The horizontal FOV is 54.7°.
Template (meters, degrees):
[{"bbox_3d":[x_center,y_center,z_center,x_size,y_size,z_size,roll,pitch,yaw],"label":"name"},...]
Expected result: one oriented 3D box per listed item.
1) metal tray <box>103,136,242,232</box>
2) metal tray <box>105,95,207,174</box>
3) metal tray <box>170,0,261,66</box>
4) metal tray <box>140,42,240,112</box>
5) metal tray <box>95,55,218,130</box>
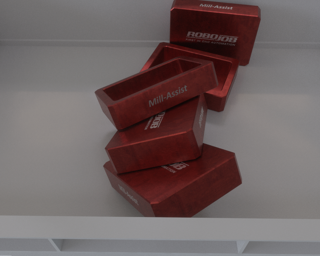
[{"bbox_3d":[0.006,0.045,0.317,0.091,0.030,0.130,-27,20,-22],"label":"metal tray"},{"bbox_3d":[0.003,-0.003,0.351,0.090,0.030,0.130,-13,22,17],"label":"metal tray"},{"bbox_3d":[0.082,-0.149,0.488,0.131,0.090,0.030,8,51,7],"label":"metal tray"},{"bbox_3d":[0.045,-0.081,0.469,0.130,0.030,0.090,17,52,14],"label":"metal tray"},{"bbox_3d":[-0.007,-0.049,0.380,0.131,0.030,0.090,-25,24,-13],"label":"metal tray"}]
